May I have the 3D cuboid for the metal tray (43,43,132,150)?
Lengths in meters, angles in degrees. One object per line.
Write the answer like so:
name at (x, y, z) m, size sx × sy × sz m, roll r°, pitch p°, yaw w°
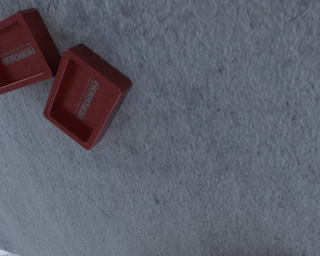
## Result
metal tray at (-0.105, -0.039, 0.432) m, size 0.090 × 0.030 × 0.129 m, roll 38°, pitch 129°, yaw 2°

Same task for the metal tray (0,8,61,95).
metal tray at (-0.207, -0.105, 0.444) m, size 0.130 × 0.030 × 0.090 m, roll -9°, pitch 114°, yaw 31°
